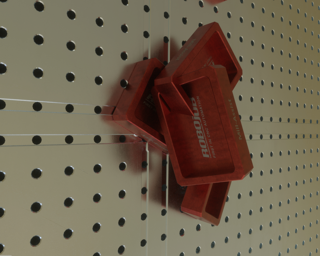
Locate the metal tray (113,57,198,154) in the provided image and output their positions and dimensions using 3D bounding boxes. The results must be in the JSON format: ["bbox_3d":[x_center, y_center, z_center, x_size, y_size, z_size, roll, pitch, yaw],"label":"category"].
[{"bbox_3d":[0.010,-0.020,0.415,0.130,0.030,0.090,35,68,-35],"label":"metal tray"}]

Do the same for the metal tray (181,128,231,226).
[{"bbox_3d":[0.079,0.070,0.454,0.090,0.030,0.130,45,61,-55],"label":"metal tray"}]

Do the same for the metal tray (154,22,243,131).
[{"bbox_3d":[0.057,-0.068,0.413,0.090,0.030,0.130,54,55,-27],"label":"metal tray"}]

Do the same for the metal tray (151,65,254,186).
[{"bbox_3d":[0.048,0.000,0.370,0.030,0.090,0.129,-18,93,-54],"label":"metal tray"}]
